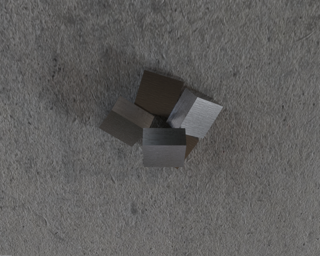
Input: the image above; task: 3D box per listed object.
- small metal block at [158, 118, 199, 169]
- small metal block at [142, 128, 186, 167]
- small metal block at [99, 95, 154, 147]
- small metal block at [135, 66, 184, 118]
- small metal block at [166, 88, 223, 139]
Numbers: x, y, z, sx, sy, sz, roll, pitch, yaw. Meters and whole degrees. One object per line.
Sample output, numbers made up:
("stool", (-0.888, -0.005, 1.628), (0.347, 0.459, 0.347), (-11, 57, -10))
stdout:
("small metal block", (0.016, 0.019, 0.419), (0.050, 0.025, 0.050), (31, 107, -11))
("small metal block", (0.005, 0.025, 0.382), (0.050, 0.025, 0.050), (0, 143, -1))
("small metal block", (-0.043, -0.007, 0.395), (0.050, 0.025, 0.050), (31, 143, -12))
("small metal block", (-0.002, -0.045, 0.395), (0.050, 0.025, 0.050), (16, 109, -7))
("small metal block", (0.044, -0.018, 0.393), (0.050, 0.025, 0.050), (14, 114, -41))
